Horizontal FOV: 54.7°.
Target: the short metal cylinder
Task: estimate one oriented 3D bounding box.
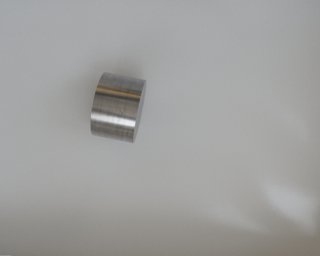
[{"bbox_3d":[-0.050,-0.025,0.383,0.050,0.080,0.080,11,90,0],"label":"short metal cylinder"}]
